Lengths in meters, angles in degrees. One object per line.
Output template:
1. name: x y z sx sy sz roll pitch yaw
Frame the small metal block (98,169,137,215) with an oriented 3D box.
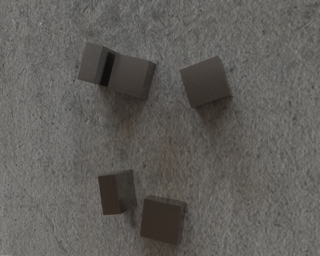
1. small metal block: -0.056 0.084 0.414 0.025 0.050 0.050 -10 87 19

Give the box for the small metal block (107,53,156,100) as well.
1. small metal block: -0.038 -0.070 0.421 0.050 0.025 0.050 16 95 19

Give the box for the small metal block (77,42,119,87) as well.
1. small metal block: -0.082 -0.085 0.423 0.025 0.050 0.050 17 96 19

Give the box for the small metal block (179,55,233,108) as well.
1. small metal block: 0.058 -0.056 0.388 0.050 0.025 0.050 -18 84 18

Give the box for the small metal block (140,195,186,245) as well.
1. small metal block: 0.005 0.119 0.407 0.050 0.025 0.050 7 92 19
